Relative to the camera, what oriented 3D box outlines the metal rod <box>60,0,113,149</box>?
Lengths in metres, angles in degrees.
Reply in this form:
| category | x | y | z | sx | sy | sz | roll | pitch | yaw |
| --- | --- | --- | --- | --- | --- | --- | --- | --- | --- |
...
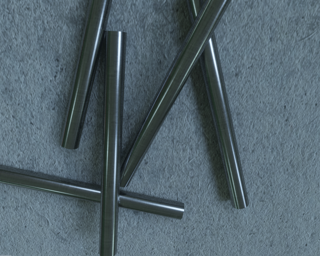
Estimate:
| category | x | y | z | sx | sy | sz | roll | pitch | yaw |
| --- | --- | --- | --- | --- | --- | --- | --- | --- | --- |
| metal rod | -0.079 | -0.111 | 0.367 | 0.025 | 0.025 | 0.298 | 16 | 109 | -6 |

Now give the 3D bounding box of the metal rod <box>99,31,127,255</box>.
| category | x | y | z | sx | sy | sz | roll | pitch | yaw |
| --- | --- | --- | --- | --- | --- | --- | --- | --- | --- |
| metal rod | -0.063 | 0.030 | 0.402 | 0.025 | 0.025 | 0.298 | 4 | 103 | -2 |

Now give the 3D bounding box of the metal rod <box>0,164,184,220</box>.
| category | x | y | z | sx | sy | sz | roll | pitch | yaw |
| --- | --- | --- | --- | --- | --- | --- | --- | --- | --- |
| metal rod | -0.114 | 0.089 | 0.441 | 0.302 | 0.025 | 0.025 | 13 | 110 | -5 |

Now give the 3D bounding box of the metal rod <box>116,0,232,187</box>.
| category | x | y | z | sx | sy | sz | roll | pitch | yaw |
| --- | --- | --- | --- | --- | --- | --- | --- | --- | --- |
| metal rod | 0.011 | -0.044 | 0.375 | 0.025 | 0.025 | 0.298 | 25 | 115 | -9 |

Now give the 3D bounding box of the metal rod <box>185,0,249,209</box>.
| category | x | y | z | sx | sy | sz | roll | pitch | yaw |
| --- | --- | --- | --- | --- | --- | --- | --- | --- | --- |
| metal rod | 0.078 | -0.025 | 0.401 | 0.025 | 0.025 | 0.298 | -14 | 110 | 5 |
